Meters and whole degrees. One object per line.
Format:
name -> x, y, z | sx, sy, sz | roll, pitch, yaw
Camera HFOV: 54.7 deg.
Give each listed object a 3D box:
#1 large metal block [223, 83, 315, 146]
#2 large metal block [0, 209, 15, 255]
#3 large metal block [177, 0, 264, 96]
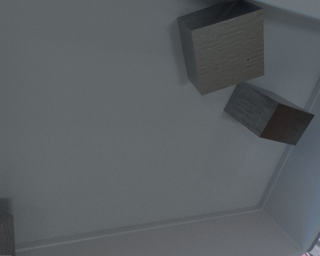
large metal block -> 0.154, -0.022, 0.443 | 0.081, 0.080, 0.050 | 12, 113, -33
large metal block -> -0.210, 0.139, 0.337 | 0.080, 0.050, 0.079 | -39, 144, -58
large metal block -> 0.072, -0.095, 0.364 | 0.080, 0.050, 0.080 | -19, 127, -5
